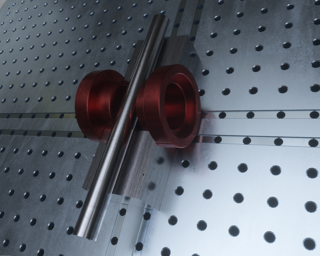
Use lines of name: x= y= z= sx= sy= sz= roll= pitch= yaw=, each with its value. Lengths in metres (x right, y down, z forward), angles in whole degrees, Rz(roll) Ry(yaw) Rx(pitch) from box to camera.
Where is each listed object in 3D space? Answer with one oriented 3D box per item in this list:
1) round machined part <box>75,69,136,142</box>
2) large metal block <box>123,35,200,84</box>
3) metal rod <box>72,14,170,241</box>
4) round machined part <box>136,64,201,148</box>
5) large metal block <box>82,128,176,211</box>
round machined part: x=-0.062 y=-0.028 z=0.410 sx=0.042 sy=0.098 sz=0.098 roll=2 pitch=63 yaw=29
large metal block: x=0.003 y=-0.081 z=0.440 sx=0.080 sy=0.050 sz=0.080 roll=2 pitch=63 yaw=29
metal rod: x=-0.038 y=-0.019 z=0.376 sx=0.025 sy=0.025 sz=0.300 roll=3 pitch=63 yaw=29
round machined part: x=0.008 y=-0.025 z=0.372 sx=0.042 sy=0.098 sz=0.098 roll=-1 pitch=61 yaw=33
large metal block: x=-0.036 y=0.049 z=0.380 sx=0.080 sy=0.050 sz=0.080 roll=3 pitch=63 yaw=29
